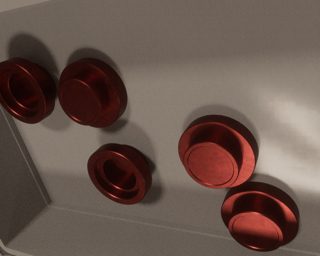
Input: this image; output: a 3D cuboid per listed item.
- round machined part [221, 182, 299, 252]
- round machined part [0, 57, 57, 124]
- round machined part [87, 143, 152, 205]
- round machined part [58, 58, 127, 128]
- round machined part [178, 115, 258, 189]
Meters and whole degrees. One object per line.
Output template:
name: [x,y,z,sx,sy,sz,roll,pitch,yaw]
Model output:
round machined part: [0.128,0.122,0.405,0.098,0.042,0.097,13,124,20]
round machined part: [-0.196,-0.058,0.462,0.098,0.042,0.097,13,124,20]
round machined part: [-0.056,0.064,0.465,0.098,0.042,0.097,13,124,20]
round machined part: [-0.098,-0.042,0.421,0.098,0.042,0.097,13,124,20]
round machined part: [0.068,0.036,0.383,0.098,0.042,0.097,13,124,20]
